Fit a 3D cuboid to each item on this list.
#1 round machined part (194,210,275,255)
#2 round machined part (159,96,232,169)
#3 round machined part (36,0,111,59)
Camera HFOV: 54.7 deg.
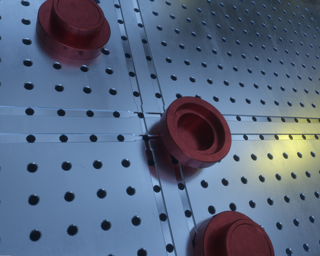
[{"bbox_3d":[0.093,0.145,0.361,0.099,0.042,0.098,14,56,-21],"label":"round machined part"},{"bbox_3d":[0.043,0.009,0.417,0.099,0.042,0.098,14,56,-21],"label":"round machined part"},{"bbox_3d":[-0.115,-0.146,0.425,0.099,0.042,0.098,14,56,-21],"label":"round machined part"}]
